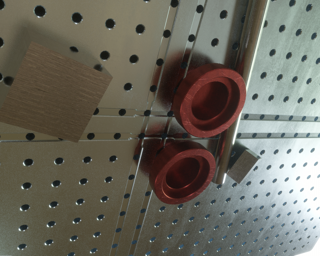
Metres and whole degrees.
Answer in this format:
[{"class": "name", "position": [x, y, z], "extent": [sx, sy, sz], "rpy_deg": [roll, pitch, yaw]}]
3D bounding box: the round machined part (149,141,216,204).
[{"class": "round machined part", "position": [0.029, 0.060, 0.453], "extent": [0.099, 0.042, 0.097], "rpy_deg": [-14, 124, -21]}]

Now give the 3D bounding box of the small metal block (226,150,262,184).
[{"class": "small metal block", "position": [0.140, 0.063, 0.513], "extent": [0.050, 0.025, 0.050], "rpy_deg": [-55, 158, 11]}]

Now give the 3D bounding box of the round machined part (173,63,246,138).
[{"class": "round machined part", "position": [0.061, -0.039, 0.409], "extent": [0.099, 0.042, 0.097], "rpy_deg": [-14, 125, -21]}]

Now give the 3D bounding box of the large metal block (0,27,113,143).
[{"class": "large metal block", "position": [-0.107, -0.040, 0.311], "extent": [0.080, 0.050, 0.080], "rpy_deg": [21, 107, -36]}]

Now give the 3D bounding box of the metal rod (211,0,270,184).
[{"class": "metal rod", "position": [0.110, -0.044, 0.443], "extent": [0.025, 0.025, 0.298], "rpy_deg": [-8, 122, -24]}]
